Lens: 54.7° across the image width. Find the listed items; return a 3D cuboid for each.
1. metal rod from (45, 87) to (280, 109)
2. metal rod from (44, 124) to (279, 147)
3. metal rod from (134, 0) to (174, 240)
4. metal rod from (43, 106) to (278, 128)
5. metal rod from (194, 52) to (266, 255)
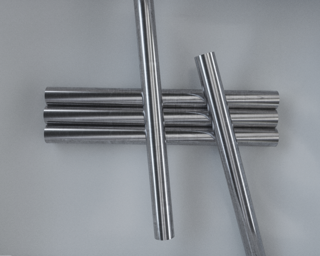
[{"bbox_3d":[0.003,-0.040,0.410,0.302,0.025,0.025,1,90,-1],"label":"metal rod"},{"bbox_3d":[0.003,0.010,0.410,0.302,0.025,0.025,1,90,-1],"label":"metal rod"},{"bbox_3d":[-0.007,-0.013,0.385,0.025,0.025,0.298,-5,90,-1],"label":"metal rod"},{"bbox_3d":[0.002,-0.015,0.410,0.302,0.025,0.025,1,90,-1],"label":"metal rod"},{"bbox_3d":[0.094,0.054,0.391,0.025,0.025,0.298,-16,97,0],"label":"metal rod"}]
